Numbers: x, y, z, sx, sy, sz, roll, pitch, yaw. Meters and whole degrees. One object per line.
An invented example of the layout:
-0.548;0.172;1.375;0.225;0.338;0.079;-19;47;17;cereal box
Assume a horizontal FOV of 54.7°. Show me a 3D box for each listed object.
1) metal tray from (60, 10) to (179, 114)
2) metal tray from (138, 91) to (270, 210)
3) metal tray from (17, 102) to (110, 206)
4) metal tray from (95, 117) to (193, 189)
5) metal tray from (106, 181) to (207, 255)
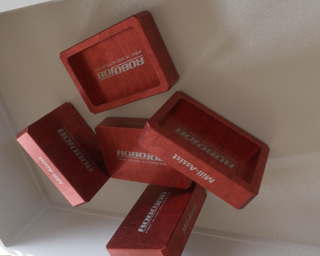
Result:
-0.052;-0.075;0.383;0.130;0.030;0.090;-14;112;33;metal tray
0.053;0.019;0.347;0.130;0.090;0.030;33;129;6;metal tray
-0.129;0.036;0.452;0.030;0.090;0.130;-27;104;36;metal tray
-0.020;0.033;0.431;0.130;0.030;0.089;3;120;26;metal tray
0.000;0.121;0.410;0.090;0.131;0.030;-13;112;32;metal tray
